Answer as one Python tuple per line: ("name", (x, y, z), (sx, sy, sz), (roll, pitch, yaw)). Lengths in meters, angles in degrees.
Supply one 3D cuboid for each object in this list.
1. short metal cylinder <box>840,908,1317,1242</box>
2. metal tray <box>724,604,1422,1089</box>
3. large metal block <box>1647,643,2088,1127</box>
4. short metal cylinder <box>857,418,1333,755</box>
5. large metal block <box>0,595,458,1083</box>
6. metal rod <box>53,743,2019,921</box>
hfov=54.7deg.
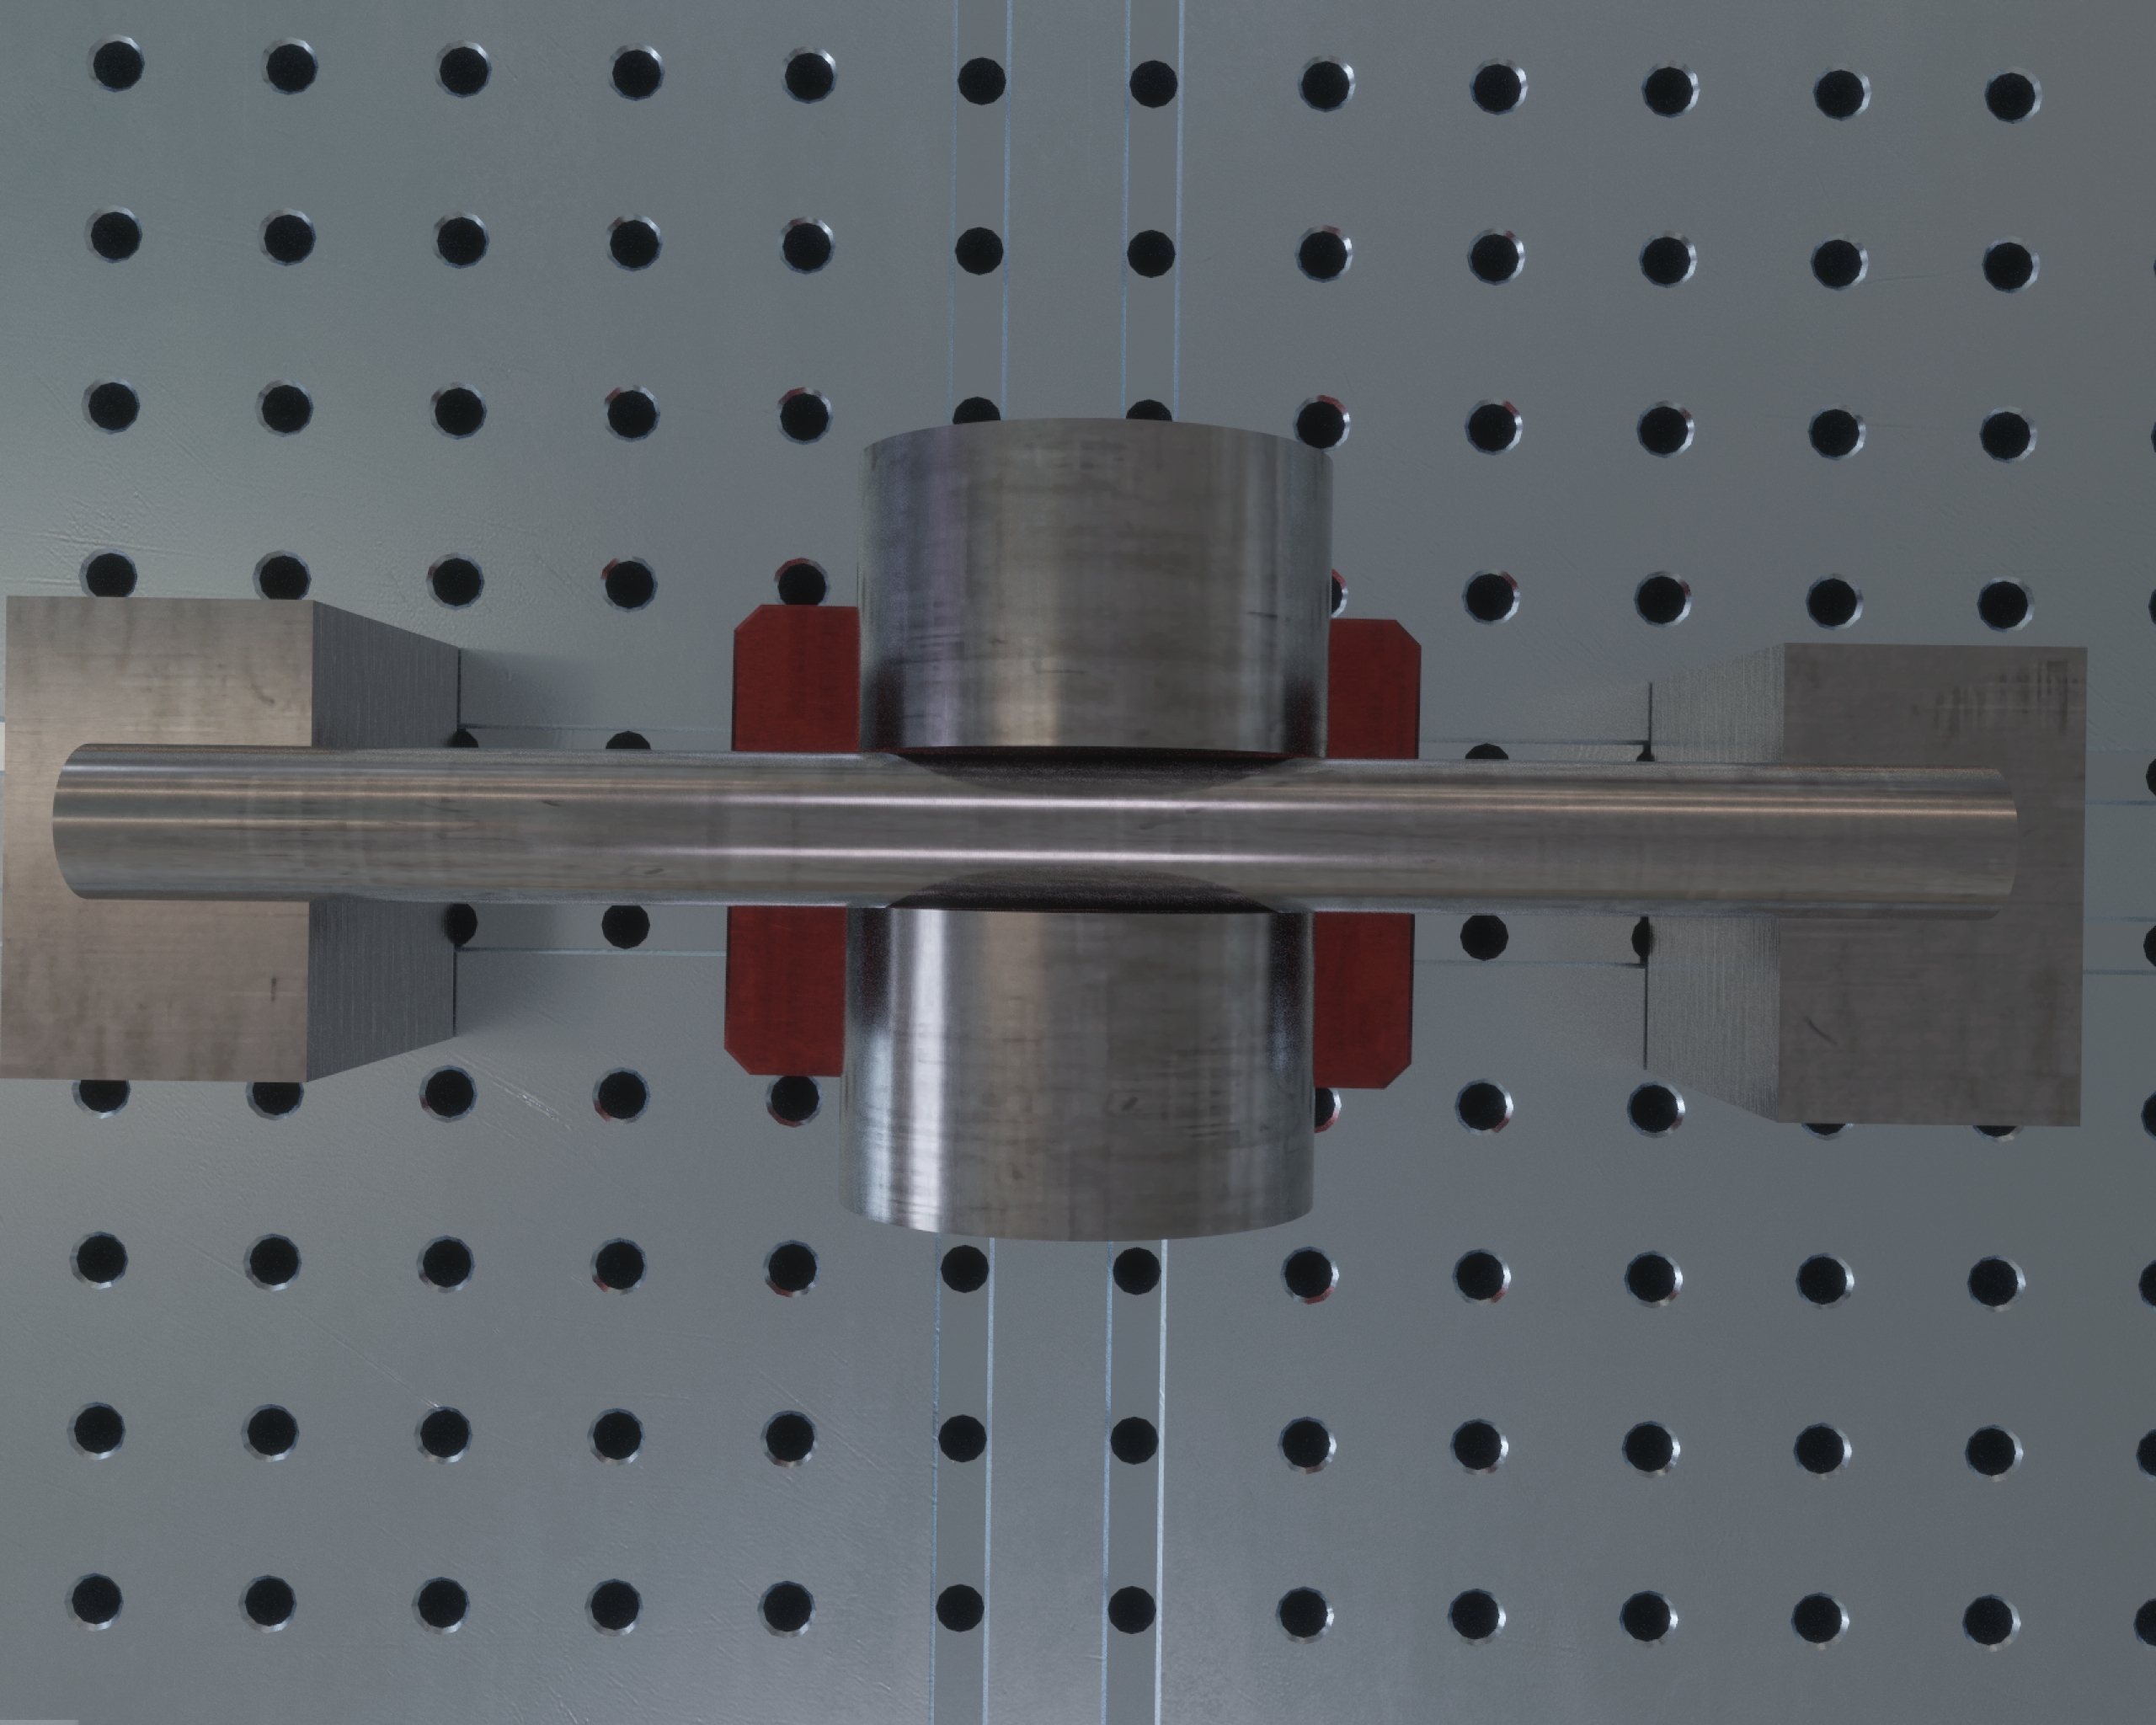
("short metal cylinder", (0.000, 0.032, 0.356), (0.081, 0.080, 0.050), (1, 90, 0))
("metal tray", (-0.001, -0.003, 0.411), (0.131, 0.030, 0.089), (1, 90, 0))
("large metal block", (0.142, 0.003, 0.386), (0.050, 0.080, 0.080), (1, 90, 0))
("short metal cylinder", (0.003, -0.043, 0.356), (0.081, 0.080, 0.050), (1, 90, 0))
("large metal block", (-0.152, -0.004, 0.383), (0.050, 0.080, 0.080), (1, 90, 0))
("metal rod", (-0.006, -0.005, 0.333), (0.302, 0.025, 0.025), (1, 90, 0))
